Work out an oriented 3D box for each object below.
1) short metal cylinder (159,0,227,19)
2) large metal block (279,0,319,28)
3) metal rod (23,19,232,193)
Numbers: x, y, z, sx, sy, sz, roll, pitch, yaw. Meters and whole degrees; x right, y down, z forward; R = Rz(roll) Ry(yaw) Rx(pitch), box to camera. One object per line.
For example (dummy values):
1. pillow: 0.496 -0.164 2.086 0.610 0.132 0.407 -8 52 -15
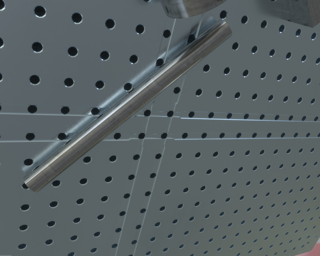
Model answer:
1. short metal cylinder: 0.032 -0.151 0.299 0.080 0.080 0.050 -35 129 -5
2. large metal block: 0.195 -0.187 0.386 0.080 0.050 0.080 -39 129 -2
3. metal rod: -0.037 -0.028 0.373 0.300 0.025 0.025 -39 129 -2
